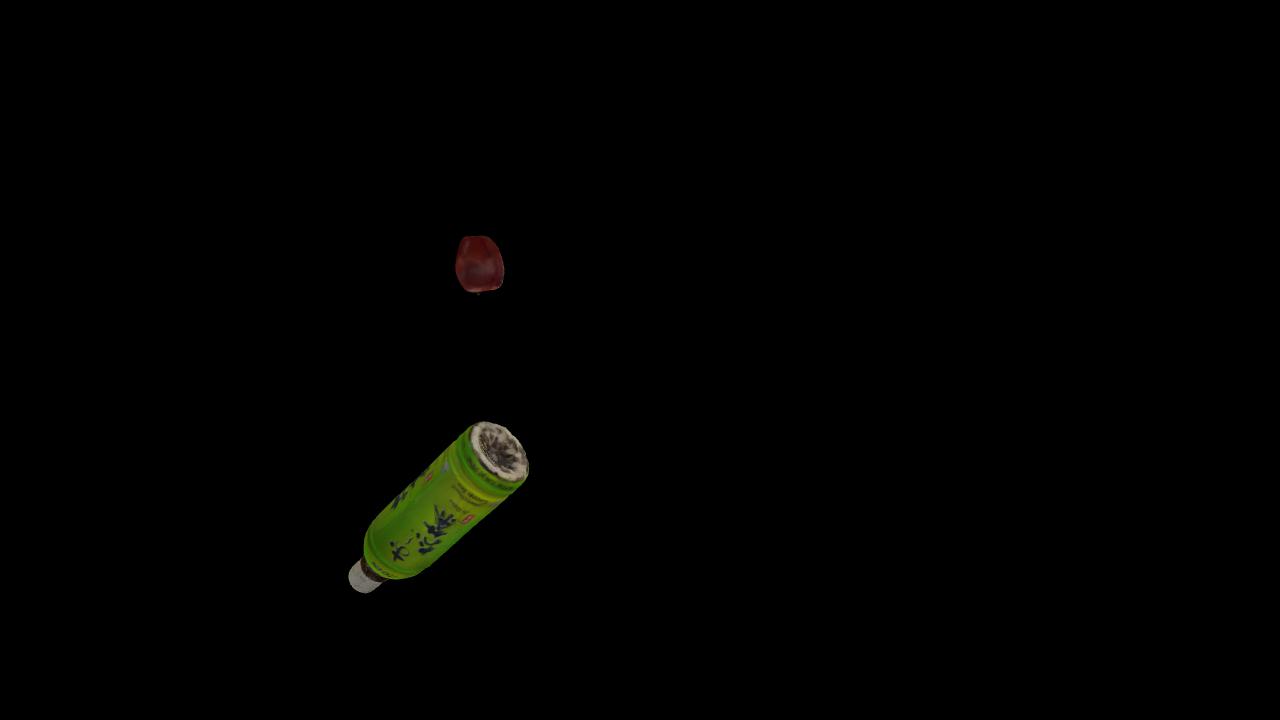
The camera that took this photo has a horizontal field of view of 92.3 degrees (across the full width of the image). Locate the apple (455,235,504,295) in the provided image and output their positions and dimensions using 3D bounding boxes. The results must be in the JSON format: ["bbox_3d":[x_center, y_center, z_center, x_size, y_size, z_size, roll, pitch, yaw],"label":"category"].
[{"bbox_3d":[-0.255,-0.149,0.971,0.079,0.093,0.079,-2,11,0],"label":"apple"}]

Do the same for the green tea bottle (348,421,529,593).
[{"bbox_3d":[-0.193,0.145,0.565,0.212,0.073,0.073,-44,-16,17],"label":"green tea bottle"}]
